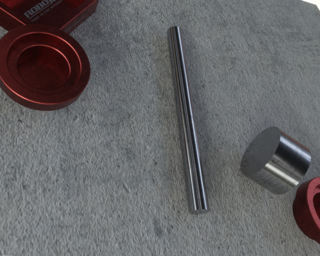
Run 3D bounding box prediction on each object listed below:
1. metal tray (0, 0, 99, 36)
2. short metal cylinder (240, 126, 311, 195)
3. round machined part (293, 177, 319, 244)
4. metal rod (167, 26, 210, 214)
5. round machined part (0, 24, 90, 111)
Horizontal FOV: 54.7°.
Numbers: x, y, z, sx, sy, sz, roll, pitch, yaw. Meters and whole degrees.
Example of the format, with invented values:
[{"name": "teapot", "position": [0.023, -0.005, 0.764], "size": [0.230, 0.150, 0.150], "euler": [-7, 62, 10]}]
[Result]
[{"name": "metal tray", "position": [-0.154, -0.168, 0.420], "size": [0.090, 0.030, 0.130], "euler": [34, 51, -6]}, {"name": "short metal cylinder", "position": [0.158, 0.044, 0.429], "size": [0.050, 0.080, 0.080], "euler": [33, 51, -8]}, {"name": "round machined part", "position": [0.233, 0.124, 0.446], "size": [0.099, 0.042, 0.098], "euler": [14, 56, -21]}, {"name": "metal rod", "position": [0.035, -0.030, 0.442], "size": [0.025, 0.025, 0.299], "euler": [9, 58, -24]}, {"name": "round machined part", "position": [-0.134, -0.064, 0.354], "size": [0.099, 0.042, 0.098], "euler": [10, 67, -25]}]
